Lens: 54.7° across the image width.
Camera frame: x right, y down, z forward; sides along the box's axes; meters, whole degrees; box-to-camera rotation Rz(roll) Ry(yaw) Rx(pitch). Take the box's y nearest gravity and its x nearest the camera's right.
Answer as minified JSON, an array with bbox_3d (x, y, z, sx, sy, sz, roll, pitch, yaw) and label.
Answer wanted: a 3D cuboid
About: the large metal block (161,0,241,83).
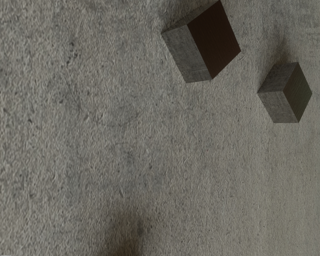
[{"bbox_3d":[0.060,-0.121,0.438,0.080,0.050,0.080,-45,117,-31],"label":"large metal block"}]

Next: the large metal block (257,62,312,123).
[{"bbox_3d":[0.238,-0.066,0.587,0.080,0.050,0.080,51,60,-28],"label":"large metal block"}]
